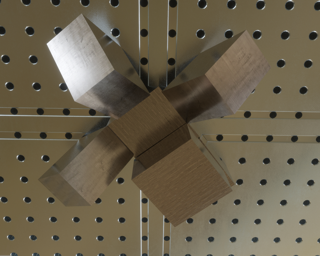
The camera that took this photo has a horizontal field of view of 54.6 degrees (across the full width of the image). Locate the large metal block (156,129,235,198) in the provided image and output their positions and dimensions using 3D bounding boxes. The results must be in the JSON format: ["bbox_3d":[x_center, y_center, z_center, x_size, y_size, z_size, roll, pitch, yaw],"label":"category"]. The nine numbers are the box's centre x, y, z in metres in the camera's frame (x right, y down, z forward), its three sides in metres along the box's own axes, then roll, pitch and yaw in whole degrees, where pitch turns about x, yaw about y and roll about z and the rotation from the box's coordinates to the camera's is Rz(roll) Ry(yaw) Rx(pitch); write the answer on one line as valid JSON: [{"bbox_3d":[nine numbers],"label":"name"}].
[{"bbox_3d":[0.041,0.057,0.420,0.080,0.050,0.080,-35,105,11],"label":"large metal block"}]

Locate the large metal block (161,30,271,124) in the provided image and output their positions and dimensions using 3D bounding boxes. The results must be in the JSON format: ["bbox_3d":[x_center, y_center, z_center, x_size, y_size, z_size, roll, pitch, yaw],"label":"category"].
[{"bbox_3d":[0.062,-0.054,0.348,0.050,0.080,0.080,50,63,-16],"label":"large metal block"}]

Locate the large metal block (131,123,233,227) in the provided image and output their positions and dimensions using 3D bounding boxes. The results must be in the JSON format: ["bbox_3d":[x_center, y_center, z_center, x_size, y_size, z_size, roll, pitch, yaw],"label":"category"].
[{"bbox_3d":[0.025,0.055,0.366,0.080,0.050,0.080,-36,107,11],"label":"large metal block"}]

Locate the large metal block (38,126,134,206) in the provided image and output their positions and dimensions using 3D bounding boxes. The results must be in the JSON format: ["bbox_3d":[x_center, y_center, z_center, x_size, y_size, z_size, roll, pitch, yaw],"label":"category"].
[{"bbox_3d":[-0.093,0.049,0.385,0.050,0.080,0.080,51,144,-15],"label":"large metal block"}]

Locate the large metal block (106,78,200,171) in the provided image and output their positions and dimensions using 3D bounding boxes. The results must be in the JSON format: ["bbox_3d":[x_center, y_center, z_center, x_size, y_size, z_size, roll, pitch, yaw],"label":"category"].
[{"bbox_3d":[-0.008,-0.004,0.398,0.080,0.050,0.080,-36,106,12],"label":"large metal block"}]

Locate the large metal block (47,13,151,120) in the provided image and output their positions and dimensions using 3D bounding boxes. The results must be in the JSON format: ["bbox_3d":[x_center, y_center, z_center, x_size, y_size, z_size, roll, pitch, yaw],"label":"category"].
[{"bbox_3d":[-0.065,-0.064,0.344,0.050,0.080,0.080,-36,67,12],"label":"large metal block"}]
